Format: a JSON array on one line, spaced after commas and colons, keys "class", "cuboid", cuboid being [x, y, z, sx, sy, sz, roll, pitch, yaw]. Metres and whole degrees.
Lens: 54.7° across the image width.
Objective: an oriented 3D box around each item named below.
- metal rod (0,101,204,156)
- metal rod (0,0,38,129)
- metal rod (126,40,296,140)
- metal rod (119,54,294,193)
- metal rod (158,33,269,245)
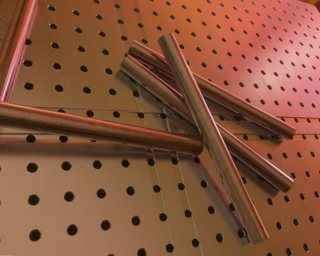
[{"class": "metal rod", "cuboid": [-0.077, 0.001, 0.347, 0.302, 0.025, 0.025, 11, 57, -30]}, {"class": "metal rod", "cuboid": [-0.177, -0.061, 0.350, 0.025, 0.025, 0.299, 13, 56, -22]}, {"class": "metal rod", "cuboid": [0.088, -0.055, 0.491, 0.301, 0.025, 0.025, 26, 53, -13]}, {"class": "metal rod", "cuboid": [0.069, -0.004, 0.449, 0.301, 0.025, 0.025, 37, 51, -4]}, {"class": "metal rod", "cuboid": [0.067, 0.007, 0.416, 0.025, 0.025, 0.299, -17, 79, -35]}]
